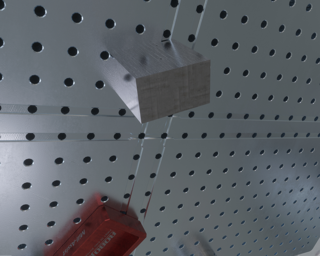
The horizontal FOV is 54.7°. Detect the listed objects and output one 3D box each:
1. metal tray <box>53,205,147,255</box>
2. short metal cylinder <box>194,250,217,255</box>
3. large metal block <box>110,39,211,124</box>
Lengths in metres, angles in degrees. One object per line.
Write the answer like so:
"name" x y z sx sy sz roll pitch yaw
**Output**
"metal tray" -0.095 0.185 0.470 0.130 0.030 0.090 -47 129 5
"short metal cylinder" 0.094 0.298 0.631 0.081 0.050 0.079 -14 124 -21
"large metal block" -0.001 -0.055 0.341 0.081 0.080 0.050 -18 126 -18
